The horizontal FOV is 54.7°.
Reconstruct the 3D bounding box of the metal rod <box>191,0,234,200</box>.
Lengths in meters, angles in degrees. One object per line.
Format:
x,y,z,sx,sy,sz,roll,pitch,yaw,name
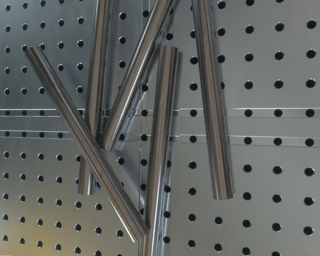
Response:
0.063,-0.062,0.389,0.025,0.025,0.298,-7,88,19,metal rod

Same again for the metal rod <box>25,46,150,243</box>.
-0.103,0.014,0.419,0.025,0.025,0.299,-36,79,16,metal rod

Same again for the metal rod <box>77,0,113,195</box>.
-0.092,-0.055,0.443,0.025,0.025,0.298,6,92,19,metal rod

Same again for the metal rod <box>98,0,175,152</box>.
-0.019,-0.108,0.418,0.025,0.025,0.298,25,98,18,metal rod

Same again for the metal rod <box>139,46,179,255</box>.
-0.002,0.043,0.412,0.025,0.025,0.298,6,92,19,metal rod
